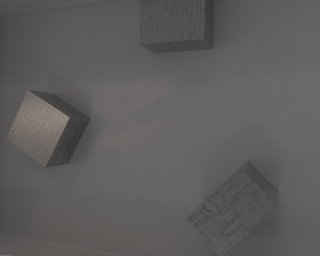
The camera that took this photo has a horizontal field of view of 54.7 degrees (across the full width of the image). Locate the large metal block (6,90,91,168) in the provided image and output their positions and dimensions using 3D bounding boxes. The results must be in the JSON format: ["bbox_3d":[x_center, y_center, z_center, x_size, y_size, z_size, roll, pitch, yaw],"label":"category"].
[{"bbox_3d":[-0.163,0.000,0.455,0.080,0.050,0.080,31,100,17],"label":"large metal block"}]

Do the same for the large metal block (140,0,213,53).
[{"bbox_3d":[0.022,-0.142,0.389,0.080,0.050,0.080,1,90,20],"label":"large metal block"}]

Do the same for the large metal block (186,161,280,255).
[{"bbox_3d":[0.085,0.087,0.351,0.080,0.080,0.050,-46,76,14],"label":"large metal block"}]
